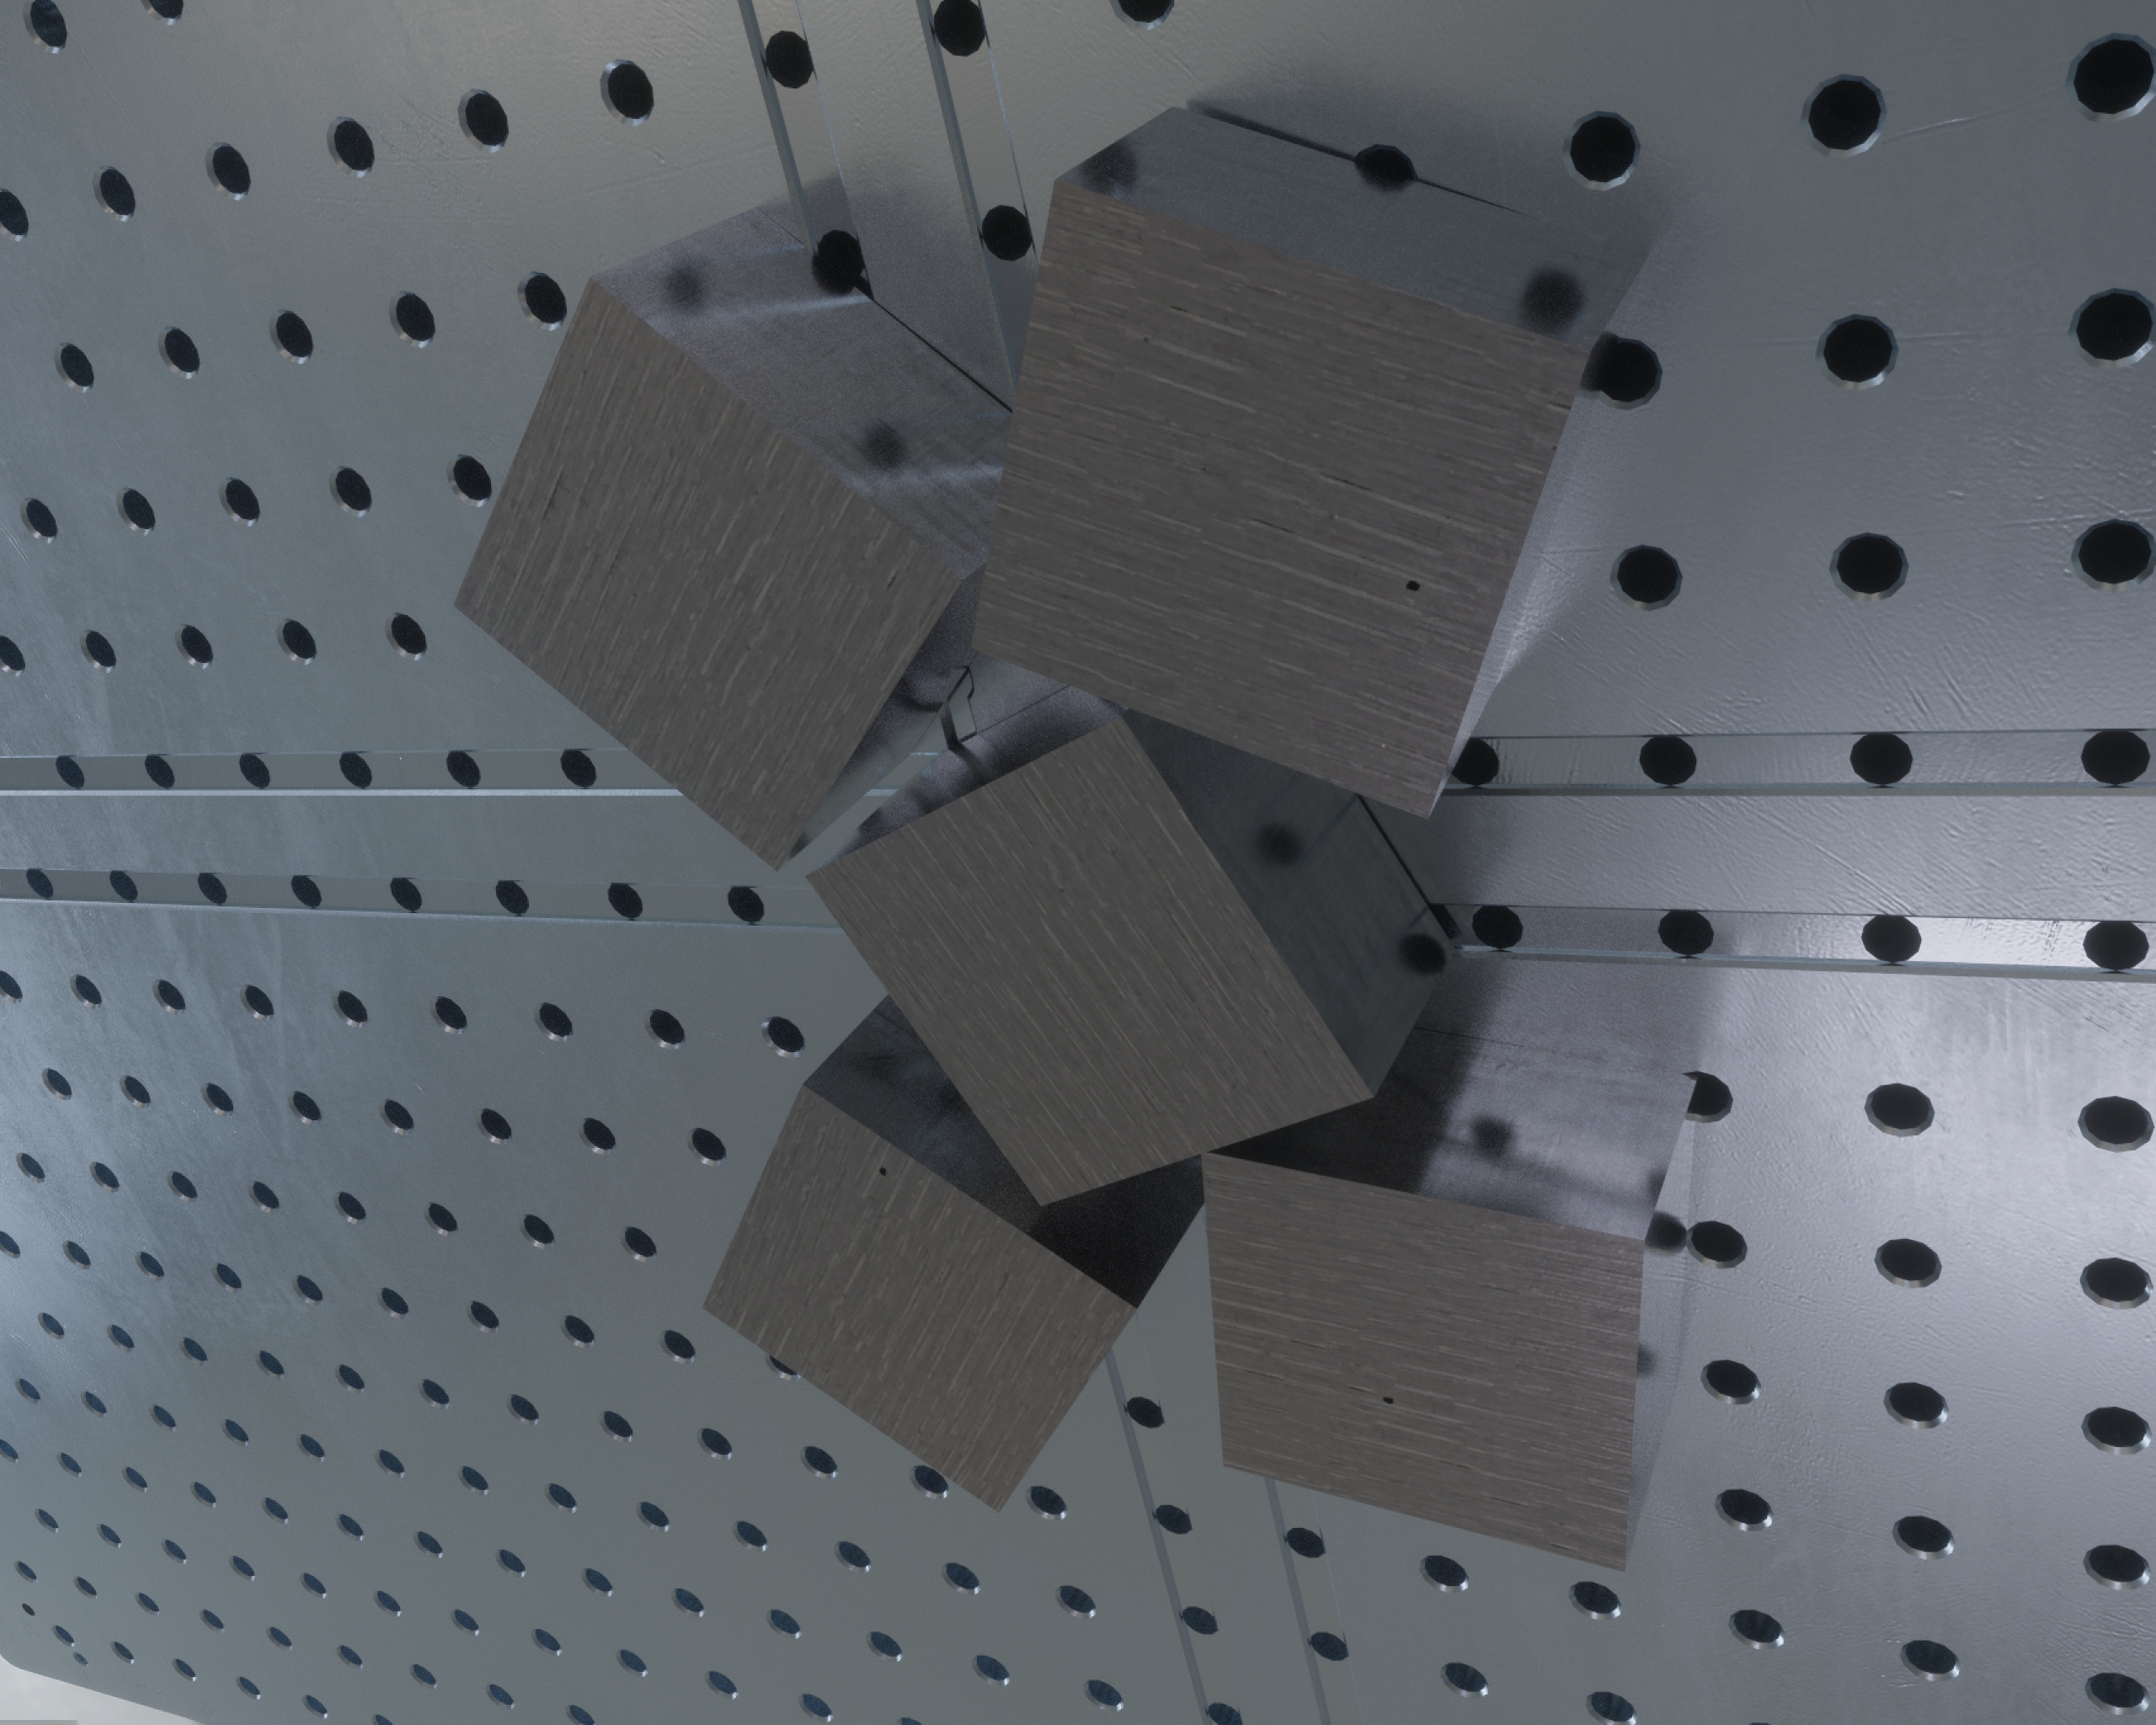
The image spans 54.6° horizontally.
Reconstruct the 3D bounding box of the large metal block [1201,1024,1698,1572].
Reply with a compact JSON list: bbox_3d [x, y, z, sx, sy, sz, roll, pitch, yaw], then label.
[{"bbox_3d":[0.073,0.081,0.407,0.080,0.050,0.080,8,122,23],"label":"large metal block"}]

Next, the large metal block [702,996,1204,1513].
[{"bbox_3d":[-0.026,0.082,0.458,0.080,0.050,0.080,33,129,7],"label":"large metal block"}]

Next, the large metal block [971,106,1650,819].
[{"bbox_3d":[0.035,-0.065,0.335,0.080,0.050,0.079,21,127,12],"label":"large metal block"}]

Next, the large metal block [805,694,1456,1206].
[{"bbox_3d":[0.011,0.010,0.395,0.080,0.050,0.080,-25,105,37],"label":"large metal block"}]

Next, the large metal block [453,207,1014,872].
[{"bbox_3d":[-0.058,-0.060,0.389,0.080,0.050,0.080,39,130,2],"label":"large metal block"}]
